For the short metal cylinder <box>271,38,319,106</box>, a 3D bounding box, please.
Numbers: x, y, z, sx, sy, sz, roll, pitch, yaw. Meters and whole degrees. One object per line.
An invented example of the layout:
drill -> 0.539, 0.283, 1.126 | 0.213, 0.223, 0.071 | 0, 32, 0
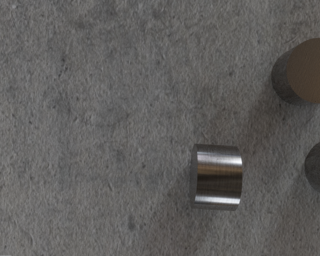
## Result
short metal cylinder -> 0.193, -0.070, 0.400 | 0.081, 0.050, 0.079 | 0, 90, -1

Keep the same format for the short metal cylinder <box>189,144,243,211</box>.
short metal cylinder -> 0.066, 0.060, 0.383 | 0.050, 0.080, 0.079 | 4, 90, 0

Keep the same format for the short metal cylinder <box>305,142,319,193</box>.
short metal cylinder -> 0.239, 0.055, 0.401 | 0.081, 0.050, 0.079 | 0, 90, -1
